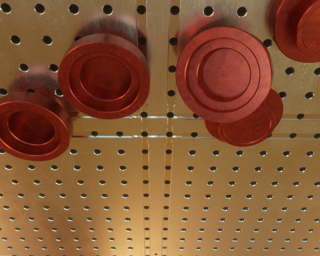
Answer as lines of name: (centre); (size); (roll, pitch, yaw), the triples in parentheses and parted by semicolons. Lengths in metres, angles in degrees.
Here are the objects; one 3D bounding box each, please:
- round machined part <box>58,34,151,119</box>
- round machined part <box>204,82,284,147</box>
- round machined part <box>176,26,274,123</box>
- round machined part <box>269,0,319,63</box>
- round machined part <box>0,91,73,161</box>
round machined part: (-0.060, -0.060, 0.349); (0.099, 0.042, 0.097); (0, 130, 0)
round machined part: (0.105, -0.014, 0.389); (0.099, 0.042, 0.097); (0, 130, 0)
round machined part: (0.070, -0.057, 0.333); (0.098, 0.042, 0.097); (6, 107, 22)
round machined part: (0.164, -0.108, 0.310); (0.099, 0.042, 0.097); (0, 130, 0)
round machined part: (-0.160, -0.006, 0.394); (0.099, 0.042, 0.097); (0, 130, 0)
